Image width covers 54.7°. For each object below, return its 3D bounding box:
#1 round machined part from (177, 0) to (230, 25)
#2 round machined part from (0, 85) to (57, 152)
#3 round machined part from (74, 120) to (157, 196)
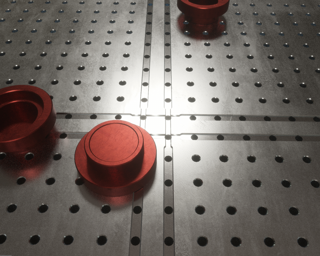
[{"bbox_3d":[0.082,-0.236,0.596,0.099,0.042,0.098,0,50,0],"label":"round machined part"},{"bbox_3d":[-0.184,-0.008,0.401,0.099,0.042,0.098,0,50,0],"label":"round machined part"},{"bbox_3d":[-0.053,0.028,0.372,0.099,0.042,0.098,1,50,0],"label":"round machined part"}]
